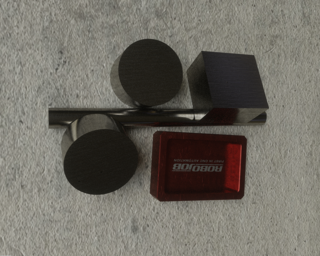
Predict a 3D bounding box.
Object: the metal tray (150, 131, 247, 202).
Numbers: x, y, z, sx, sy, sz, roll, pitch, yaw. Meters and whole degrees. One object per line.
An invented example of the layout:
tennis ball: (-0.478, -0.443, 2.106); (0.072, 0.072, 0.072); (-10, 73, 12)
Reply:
metal tray: (0.055, 0.052, 0.427); (0.131, 0.030, 0.089); (4, 89, -20)

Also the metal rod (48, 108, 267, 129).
metal rod: (0.011, -0.014, 0.416); (0.303, 0.025, 0.025); (-1, 91, -20)

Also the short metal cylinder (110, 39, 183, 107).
short metal cylinder: (-0.018, -0.066, 0.390); (0.081, 0.050, 0.080); (0, 90, -20)

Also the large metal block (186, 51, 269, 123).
large metal block: (0.088, -0.053, 0.416); (0.081, 0.050, 0.080); (-1, 69, -20)

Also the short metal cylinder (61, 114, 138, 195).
short metal cylinder: (-0.071, 0.029, 0.358); (0.081, 0.050, 0.079); (-8, 113, -18)
